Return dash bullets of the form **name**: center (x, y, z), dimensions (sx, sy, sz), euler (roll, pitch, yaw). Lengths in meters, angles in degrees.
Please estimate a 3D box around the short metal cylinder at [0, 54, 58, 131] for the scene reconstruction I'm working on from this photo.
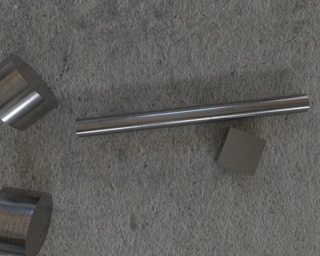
- **short metal cylinder**: center (-0.173, -0.043, 0.381), dimensions (0.050, 0.080, 0.080), euler (-38, 90, 0)

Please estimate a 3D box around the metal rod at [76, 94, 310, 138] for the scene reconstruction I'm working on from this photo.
- **metal rod**: center (0.042, -0.017, 0.410), dimensions (0.302, 0.025, 0.025), euler (-6, 90, 0)

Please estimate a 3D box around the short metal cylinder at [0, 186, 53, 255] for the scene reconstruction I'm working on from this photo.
- **short metal cylinder**: center (-0.172, 0.116, 0.381), dimensions (0.050, 0.080, 0.080), euler (9, 90, 0)

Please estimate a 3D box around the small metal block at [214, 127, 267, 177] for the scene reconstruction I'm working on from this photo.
- **small metal block**: center (0.106, 0.031, 0.411), dimensions (0.050, 0.025, 0.050), euler (20, 90, 0)
